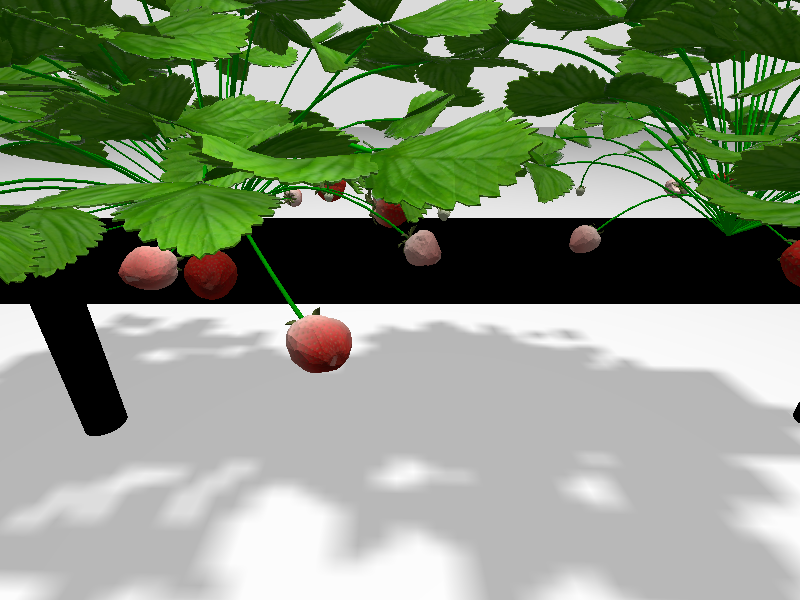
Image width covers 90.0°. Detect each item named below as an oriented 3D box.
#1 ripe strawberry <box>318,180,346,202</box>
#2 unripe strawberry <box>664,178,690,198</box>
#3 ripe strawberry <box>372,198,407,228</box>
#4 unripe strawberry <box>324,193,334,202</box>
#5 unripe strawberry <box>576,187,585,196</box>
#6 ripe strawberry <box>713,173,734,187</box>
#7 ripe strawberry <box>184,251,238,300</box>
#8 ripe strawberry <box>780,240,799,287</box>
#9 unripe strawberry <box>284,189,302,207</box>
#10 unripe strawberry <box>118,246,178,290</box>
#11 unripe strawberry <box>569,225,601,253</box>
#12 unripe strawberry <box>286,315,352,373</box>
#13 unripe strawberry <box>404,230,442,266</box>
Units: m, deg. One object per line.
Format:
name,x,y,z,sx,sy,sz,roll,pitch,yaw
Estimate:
ripe strawberry,-0.084,-0.144,0.498,0.040,0.042,0.044,11,14,21
unripe strawberry,0.350,-0.141,0.508,0.028,0.025,0.025,8,7,16
ripe strawberry,-0.005,-0.088,0.375,0.041,0.040,0.045,-4,25,-10
unripe strawberry,-0.085,-0.122,0.479,0.011,0.011,0.010,12,28,25
unripe strawberry,0.219,-0.132,0.486,0.011,0.011,0.010,-12,28,-25
ripe strawberry,0.408,-0.144,0.506,0.035,0.031,0.031,16,10,30
ripe strawberry,-0.109,-0.013,0.231,0.028,0.030,0.031,-8,27,-17
ripe strawberry,0.253,-0.021,0.237,0.039,0.035,0.036,8,27,16
unripe strawberry,-0.125,-0.122,0.472,0.021,0.022,0.023,6,25,12
unripe strawberry,-0.150,-0.018,0.239,0.031,0.028,0.028,-1,26,-2
unripe strawberry,0.142,-0.046,0.310,0.022,0.022,0.021,-33,30,-3
unripe strawberry,-0.032,0.019,0.166,0.027,0.023,0.027,-14,29,-28
unripe strawberry,0.017,-0.035,0.279,0.026,0.025,0.028,35,34,9
